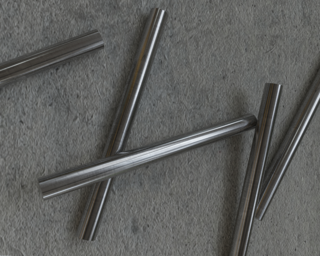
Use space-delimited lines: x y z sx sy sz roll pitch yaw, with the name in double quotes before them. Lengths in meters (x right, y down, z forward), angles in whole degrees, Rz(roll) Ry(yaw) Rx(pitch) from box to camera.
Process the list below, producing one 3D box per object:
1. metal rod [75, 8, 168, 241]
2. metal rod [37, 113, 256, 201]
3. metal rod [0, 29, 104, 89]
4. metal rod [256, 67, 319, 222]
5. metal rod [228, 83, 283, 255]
"metal rod" -0.046 -0.010 0.391 0.025 0.025 0.299 20 83 -19
"metal rod" 0.005 0.027 0.391 0.302 0.025 0.025 -16 96 -27
"metal rod" -0.202 -0.045 0.334 0.302 0.025 0.025 -27 99 -18
"metal rod" 0.215 0.006 0.488 0.025 0.025 0.300 34 79 -17
"metal rod" 0.131 0.085 0.442 0.025 0.025 0.298 11 92 -20
